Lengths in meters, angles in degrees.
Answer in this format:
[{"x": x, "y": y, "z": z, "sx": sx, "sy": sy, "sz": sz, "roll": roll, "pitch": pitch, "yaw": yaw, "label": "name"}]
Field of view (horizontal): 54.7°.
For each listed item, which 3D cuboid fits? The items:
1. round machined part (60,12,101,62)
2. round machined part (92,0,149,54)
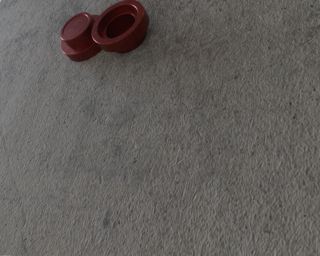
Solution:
[{"x": -0.144, "y": -0.174, "z": 0.573, "sx": 0.098, "sy": 0.042, "sz": 0.098, "roll": -13, "pitch": 56, "yaw": 20, "label": "round machined part"}, {"x": -0.062, "y": -0.166, "z": 0.524, "sx": 0.098, "sy": 0.042, "sz": 0.098, "roll": -12, "pitch": 57, "yaw": 20, "label": "round machined part"}]
